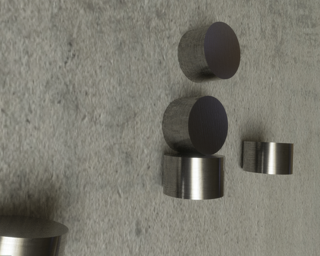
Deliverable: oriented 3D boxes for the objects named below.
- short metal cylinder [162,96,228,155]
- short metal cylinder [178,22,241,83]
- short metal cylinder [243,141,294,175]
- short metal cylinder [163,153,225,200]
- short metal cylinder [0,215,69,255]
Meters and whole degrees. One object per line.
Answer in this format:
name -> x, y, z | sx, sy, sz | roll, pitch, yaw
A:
short metal cylinder -> 0.050, -0.003, 0.433 | 0.081, 0.050, 0.079 | 0, 90, -40
short metal cylinder -> 0.072, -0.108, 0.451 | 0.081, 0.050, 0.079 | 0, 90, -40
short metal cylinder -> 0.183, 0.049, 0.526 | 0.081, 0.080, 0.050 | 4, 87, -40
short metal cylinder -> 0.045, 0.061, 0.409 | 0.081, 0.080, 0.050 | 2, 90, -40
short metal cylinder -> -0.125, 0.109, 0.266 | 0.081, 0.080, 0.050 | 15, 81, -39
